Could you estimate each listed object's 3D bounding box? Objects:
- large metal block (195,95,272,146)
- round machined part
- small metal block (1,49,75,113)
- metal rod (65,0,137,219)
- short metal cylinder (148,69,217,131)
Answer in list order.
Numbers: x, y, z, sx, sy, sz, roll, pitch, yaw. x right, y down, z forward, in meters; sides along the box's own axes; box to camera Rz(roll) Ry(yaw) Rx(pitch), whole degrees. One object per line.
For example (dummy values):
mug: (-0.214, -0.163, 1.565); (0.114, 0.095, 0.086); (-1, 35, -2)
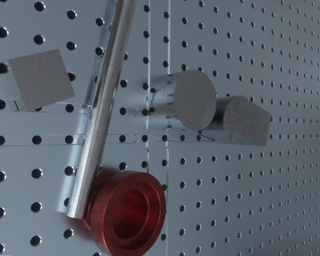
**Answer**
large metal block: (0.107, -0.009, 0.465); (0.080, 0.080, 0.050); (22, 76, -38)
round machined part: (-0.041, 0.098, 0.360); (0.099, 0.042, 0.097); (-3, 94, -48)
small metal block: (-0.121, -0.047, 0.309); (0.050, 0.025, 0.050); (-26, 107, -37)
metal rod: (-0.061, -0.049, 0.358); (0.025, 0.025, 0.299); (18, 78, -39)
short metal cylinder: (0.031, -0.036, 0.421); (0.081, 0.050, 0.079); (0, 90, -40)
